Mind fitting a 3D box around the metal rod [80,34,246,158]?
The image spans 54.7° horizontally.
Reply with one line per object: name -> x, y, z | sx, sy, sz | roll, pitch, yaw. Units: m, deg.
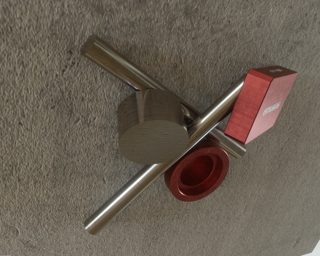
metal rod -> 0.027, -0.024, 0.410 | 0.301, 0.025, 0.025 | 31, 101, -38

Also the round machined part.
round machined part -> 0.050, 0.058, 0.461 | 0.099, 0.042, 0.097 | -14, 124, -21

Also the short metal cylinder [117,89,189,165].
short metal cylinder -> -0.010, 0.000, 0.370 | 0.081, 0.050, 0.080 | -6, 138, -5

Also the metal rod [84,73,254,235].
metal rod -> 0.008, 0.041, 0.416 | 0.300, 0.025, 0.025 | -43, 130, 10

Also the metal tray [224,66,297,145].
metal tray -> 0.141, -0.036, 0.423 | 0.131, 0.030, 0.089 | -19, 132, -53
